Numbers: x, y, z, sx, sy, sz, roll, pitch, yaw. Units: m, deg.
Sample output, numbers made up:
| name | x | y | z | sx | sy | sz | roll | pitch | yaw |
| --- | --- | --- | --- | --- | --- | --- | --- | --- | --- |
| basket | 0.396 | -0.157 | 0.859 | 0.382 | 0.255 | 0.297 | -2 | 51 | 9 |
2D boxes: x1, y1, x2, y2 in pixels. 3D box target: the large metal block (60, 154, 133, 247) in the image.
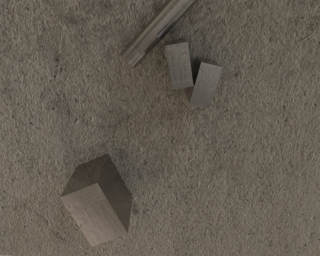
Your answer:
| name | x | y | z | sx | sy | sz | roll | pitch | yaw |
| --- | --- | --- | --- | --- | --- | --- | --- | --- | --- |
| large metal block | -0.080 | 0.093 | 0.414 | 0.050 | 0.080 | 0.080 | -23 | 109 | 8 |

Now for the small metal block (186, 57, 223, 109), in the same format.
| name | x | y | z | sx | sy | sz | roll | pitch | yaw |
| --- | --- | --- | --- | --- | --- | --- | --- | --- | --- |
| small metal block | 0.052 | -0.057 | 0.376 | 0.025 | 0.050 | 0.050 | 13 | 110 | -5 |

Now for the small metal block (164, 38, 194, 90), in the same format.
| name | x | y | z | sx | sy | sz | roll | pitch | yaw |
| --- | --- | --- | --- | --- | --- | --- | --- | --- | --- |
| small metal block | 0.022 | -0.077 | 0.368 | 0.025 | 0.050 | 0.050 | -9 | 110 | 3 |

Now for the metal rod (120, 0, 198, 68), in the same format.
| name | x | y | z | sx | sy | sz | roll | pitch | yaw |
| --- | --- | --- | --- | --- | --- | --- | --- | --- | --- |
| metal rod | 0.065 | -0.184 | 0.342 | 0.025 | 0.025 | 0.299 | 42 | 104 | -14 |
